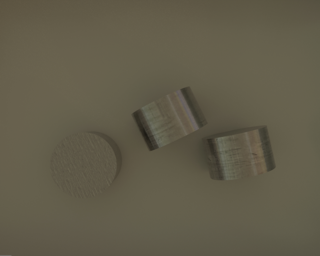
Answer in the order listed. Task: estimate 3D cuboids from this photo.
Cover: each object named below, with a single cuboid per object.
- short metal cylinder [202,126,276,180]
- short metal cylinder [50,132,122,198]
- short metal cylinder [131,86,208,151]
[{"bbox_3d":[0.097,0.030,0.385,0.080,0.080,0.050,-12,90,0],"label":"short metal cylinder"},{"bbox_3d":[-0.092,0.045,0.398,0.081,0.050,0.080,0,90,0],"label":"short metal cylinder"},{"bbox_3d":[0.012,-0.011,0.384,0.080,0.080,0.050,-26,90,0],"label":"short metal cylinder"}]
